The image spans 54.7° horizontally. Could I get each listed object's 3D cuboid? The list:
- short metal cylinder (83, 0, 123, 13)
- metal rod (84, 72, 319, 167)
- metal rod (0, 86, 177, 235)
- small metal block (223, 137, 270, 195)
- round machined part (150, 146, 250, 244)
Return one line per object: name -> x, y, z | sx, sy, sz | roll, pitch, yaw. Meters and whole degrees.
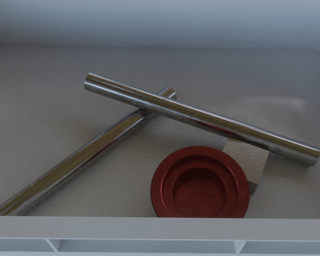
short metal cylinder -> -0.117, -0.275, 0.621 | 0.081, 0.050, 0.080 | 0, 50, 0
metal rod -> 0.048, -0.013, 0.394 | 0.301, 0.025, 0.025 | 19, 52, 6
metal rod -> -0.089, 0.034, 0.375 | 0.025, 0.025, 0.302 | 36, 58, 26
small metal block -> 0.096, 0.044, 0.369 | 0.050, 0.025, 0.050 | 21, 53, 16
round machined part -> 0.041, 0.071, 0.327 | 0.099, 0.042, 0.098 | -2, 60, 4
